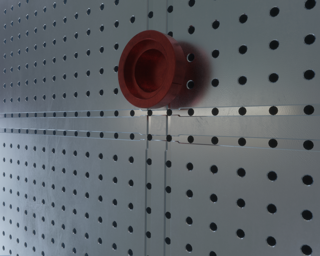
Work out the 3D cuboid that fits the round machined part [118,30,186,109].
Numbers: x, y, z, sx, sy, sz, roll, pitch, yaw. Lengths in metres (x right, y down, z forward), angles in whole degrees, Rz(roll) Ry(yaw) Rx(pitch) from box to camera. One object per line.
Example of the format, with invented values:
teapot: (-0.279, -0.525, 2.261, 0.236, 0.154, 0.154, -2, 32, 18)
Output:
round machined part: (-0.006, -0.073, 0.403, 0.098, 0.042, 0.097, 0, 90, 40)
